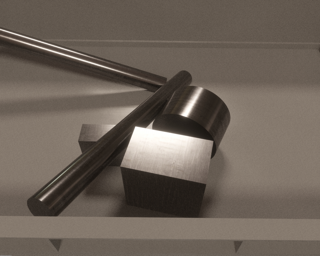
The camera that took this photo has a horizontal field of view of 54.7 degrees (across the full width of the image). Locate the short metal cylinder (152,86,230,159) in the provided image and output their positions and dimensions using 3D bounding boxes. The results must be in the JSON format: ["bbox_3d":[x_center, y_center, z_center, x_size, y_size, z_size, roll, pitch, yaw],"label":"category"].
[{"bbox_3d":[0.038,-0.004,0.373,0.080,0.080,0.050,21,53,16],"label":"short metal cylinder"}]

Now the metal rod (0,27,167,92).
[{"bbox_3d":[-0.137,-0.103,0.438,0.302,0.025,0.025,16,50,-8],"label":"metal rod"}]

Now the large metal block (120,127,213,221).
[{"bbox_3d":[0.008,0.050,0.328,0.080,0.080,0.050,10,51,8],"label":"large metal block"}]

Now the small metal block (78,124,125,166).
[{"bbox_3d":[-0.065,0.021,0.370,0.050,0.050,0.025,2,50,1],"label":"small metal block"}]

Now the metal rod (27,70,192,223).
[{"bbox_3d":[-0.027,-0.006,0.353,0.025,0.025,0.301,21,36,16],"label":"metal rod"}]
